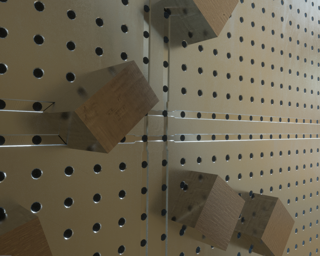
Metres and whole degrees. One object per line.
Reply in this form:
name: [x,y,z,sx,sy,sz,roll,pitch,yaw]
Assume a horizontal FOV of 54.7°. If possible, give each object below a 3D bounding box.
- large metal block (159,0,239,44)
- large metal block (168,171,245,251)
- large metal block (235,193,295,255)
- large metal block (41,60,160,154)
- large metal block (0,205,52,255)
large metal block: [0.059,-0.182,0.444,0.080,0.050,0.080,45,63,-31]
large metal block: [0.071,0.121,0.456,0.080,0.050,0.080,44,64,-32]
large metal block: [0.191,0.177,0.557,0.080,0.050,0.080,50,60,-29]
large metal block: [-0.062,-0.022,0.322,0.080,0.080,0.050,-48,119,-29]
large metal block: [-0.143,0.128,0.275,0.081,0.050,0.080,-24,105,-38]
